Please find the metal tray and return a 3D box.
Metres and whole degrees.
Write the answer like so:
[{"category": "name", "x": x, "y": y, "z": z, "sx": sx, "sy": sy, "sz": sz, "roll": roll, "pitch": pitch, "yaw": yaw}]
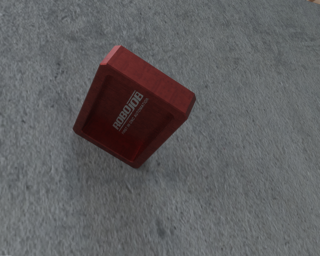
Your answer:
[{"category": "metal tray", "x": -0.033, "y": -0.013, "z": 0.326, "sx": 0.090, "sy": 0.129, "sz": 0.030, "roll": 32, "pitch": 52, "yaw": -7}]
